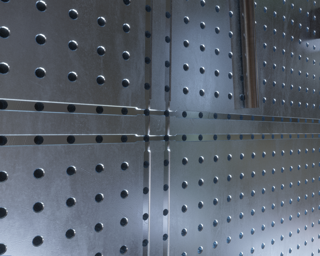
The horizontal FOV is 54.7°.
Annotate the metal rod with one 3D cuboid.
[{"bbox_3d":[0.152,-0.184,0.535,0.025,0.025,0.298,-7,94,-40],"label":"metal rod"}]
